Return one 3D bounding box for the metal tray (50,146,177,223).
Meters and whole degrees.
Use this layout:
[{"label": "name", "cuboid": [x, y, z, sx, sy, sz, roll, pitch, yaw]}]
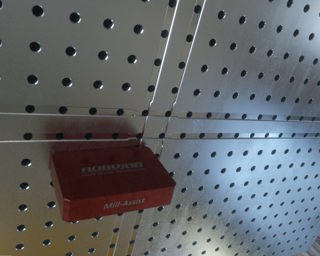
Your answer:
[{"label": "metal tray", "cuboid": [-0.058, 0.062, 0.376, 0.131, 0.090, 0.030, -3, 120, -28]}]
